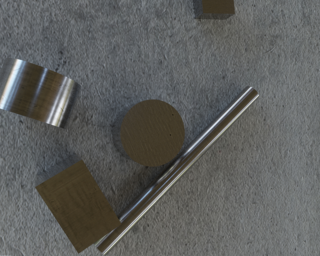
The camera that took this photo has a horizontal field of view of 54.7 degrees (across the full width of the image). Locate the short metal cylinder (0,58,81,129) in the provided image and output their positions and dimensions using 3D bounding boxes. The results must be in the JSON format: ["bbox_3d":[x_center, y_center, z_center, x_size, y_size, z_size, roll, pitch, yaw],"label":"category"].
[{"bbox_3d":[-0.132,-0.035,0.331,0.080,0.080,0.050,20,84,-19],"label":"short metal cylinder"}]

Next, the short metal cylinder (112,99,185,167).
[{"bbox_3d":[-0.016,0.006,0.390,0.081,0.050,0.079,0,90,-20],"label":"short metal cylinder"}]

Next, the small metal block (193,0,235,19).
[{"bbox_3d":[0.075,-0.182,0.436,0.050,0.025,0.050,-7,92,-20],"label":"small metal block"}]

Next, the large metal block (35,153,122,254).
[{"bbox_3d":[-0.093,0.078,0.346,0.050,0.080,0.080,-32,101,-17],"label":"large metal block"}]

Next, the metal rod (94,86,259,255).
[{"bbox_3d":[0.031,0.048,0.420,0.301,0.025,0.025,-44,104,-15],"label":"metal rod"}]
